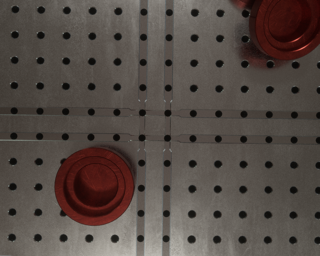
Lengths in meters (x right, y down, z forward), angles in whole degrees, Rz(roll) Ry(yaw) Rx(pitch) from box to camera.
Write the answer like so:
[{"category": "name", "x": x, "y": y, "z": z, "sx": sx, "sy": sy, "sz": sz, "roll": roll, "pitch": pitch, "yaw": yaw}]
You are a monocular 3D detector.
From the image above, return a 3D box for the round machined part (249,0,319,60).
[{"category": "round machined part", "x": 0.161, "y": -0.139, "z": 0.395, "sx": 0.099, "sy": 0.042, "sz": 0.097, "roll": -3, "pitch": 114, "yaw": -6}]

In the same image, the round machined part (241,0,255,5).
[{"category": "round machined part", "x": 0.137, "y": -0.217, "z": 0.407, "sx": 0.099, "sy": 0.042, "sz": 0.097, "roll": 0, "pitch": 90, "yaw": -1}]

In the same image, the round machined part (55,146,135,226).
[{"category": "round machined part", "x": -0.081, "y": 0.073, "z": 0.404, "sx": 0.099, "sy": 0.042, "sz": 0.097, "roll": 0, "pitch": 90, "yaw": -1}]
